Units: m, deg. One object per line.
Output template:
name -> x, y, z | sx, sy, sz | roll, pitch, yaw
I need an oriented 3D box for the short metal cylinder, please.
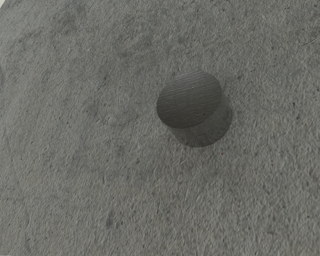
short metal cylinder -> 0.043, -0.023, 0.380 | 0.080, 0.050, 0.080 | -13, 56, 21
